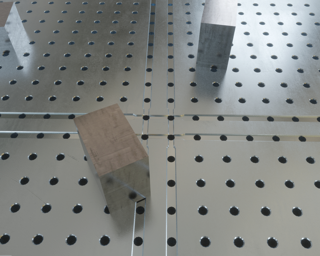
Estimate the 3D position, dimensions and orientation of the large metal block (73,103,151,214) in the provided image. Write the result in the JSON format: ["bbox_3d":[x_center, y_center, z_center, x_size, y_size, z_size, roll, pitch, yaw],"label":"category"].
[{"bbox_3d":[-0.051,0.034,0.343,0.050,0.080,0.080,-22,53,-17],"label":"large metal block"}]

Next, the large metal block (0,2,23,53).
[{"bbox_3d":[-0.292,-0.173,0.535,0.080,0.050,0.080,-5,50,-4],"label":"large metal block"}]

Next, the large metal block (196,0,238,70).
[{"bbox_3d":[0.092,-0.153,0.502,0.050,0.080,0.080,9,51,7],"label":"large metal block"}]
